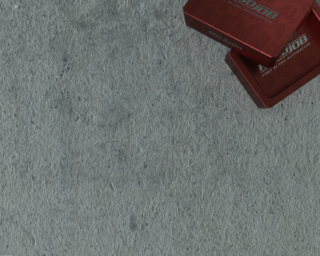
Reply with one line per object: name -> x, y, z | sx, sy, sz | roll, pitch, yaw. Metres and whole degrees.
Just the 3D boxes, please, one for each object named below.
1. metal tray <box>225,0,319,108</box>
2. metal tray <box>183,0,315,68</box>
metal tray -> 0.165, -0.096, 0.408 | 0.130, 0.030, 0.090 | -35, 90, 0
metal tray -> 0.106, -0.144, 0.385 | 0.130, 0.030, 0.090 | 34, 83, 16
